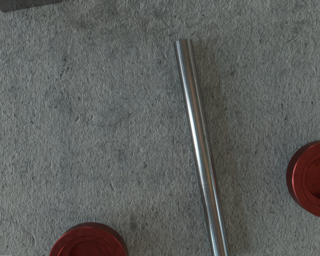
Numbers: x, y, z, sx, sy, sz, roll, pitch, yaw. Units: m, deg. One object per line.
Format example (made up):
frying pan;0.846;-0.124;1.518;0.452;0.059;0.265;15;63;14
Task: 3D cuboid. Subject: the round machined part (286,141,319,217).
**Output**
round machined part;0.213;0.064;0.403;0.099;0.042;0.097;0;90;0

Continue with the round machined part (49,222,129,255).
round machined part;-0.089;0.170;0.401;0.099;0.042;0.097;0;90;0

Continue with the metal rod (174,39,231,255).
metal rod;0.057;0.033;0.410;0.025;0.025;0.298;-10;90;0

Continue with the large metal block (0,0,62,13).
large metal block;-0.177;-0.188;0.381;0.080;0.080;0.050;-11;90;0
